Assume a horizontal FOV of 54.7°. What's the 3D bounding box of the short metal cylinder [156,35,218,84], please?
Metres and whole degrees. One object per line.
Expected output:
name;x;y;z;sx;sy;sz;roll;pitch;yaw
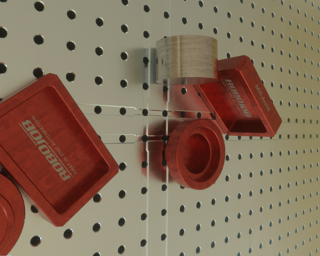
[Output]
short metal cylinder;0.035;-0.086;0.404;0.081;0.080;0.050;-2;92;-40

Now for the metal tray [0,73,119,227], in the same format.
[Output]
metal tray;-0.111;0.022;0.314;0.090;0.030;0.130;-44;117;-31

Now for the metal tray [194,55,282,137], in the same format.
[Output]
metal tray;0.114;-0.042;0.465;0.130;0.090;0.030;52;60;-28

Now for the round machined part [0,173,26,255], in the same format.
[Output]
round machined part;-0.165;0.081;0.261;0.099;0.042;0.097;0;90;-40

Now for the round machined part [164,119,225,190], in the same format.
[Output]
round machined part;0.045;0.036;0.438;0.099;0.042;0.097;0;90;-40
